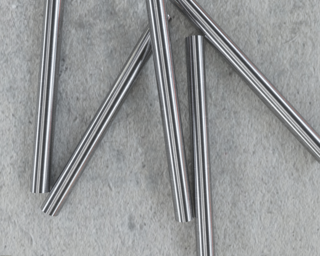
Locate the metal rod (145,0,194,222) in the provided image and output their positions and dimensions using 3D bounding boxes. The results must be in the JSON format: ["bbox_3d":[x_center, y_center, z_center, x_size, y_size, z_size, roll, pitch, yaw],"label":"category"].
[{"bbox_3d":[0.012,-0.027,0.395,0.025,0.025,0.298,-8,96,0],"label":"metal rod"}]

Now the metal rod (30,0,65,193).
[{"bbox_3d":[-0.147,-0.066,0.407,0.025,0.025,0.298,4,90,-1],"label":"metal rod"}]

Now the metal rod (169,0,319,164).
[{"bbox_3d":[0.123,-0.068,0.411,0.025,0.025,0.300,-43,91,0],"label":"metal rod"}]

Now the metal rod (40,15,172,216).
[{"bbox_3d":[-0.070,-0.020,0.409,0.025,0.025,0.299,30,90,-1],"label":"metal rod"}]

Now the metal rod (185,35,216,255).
[{"bbox_3d":[0.053,0.030,0.410,0.025,0.025,0.298,-3,90,-1],"label":"metal rod"}]
